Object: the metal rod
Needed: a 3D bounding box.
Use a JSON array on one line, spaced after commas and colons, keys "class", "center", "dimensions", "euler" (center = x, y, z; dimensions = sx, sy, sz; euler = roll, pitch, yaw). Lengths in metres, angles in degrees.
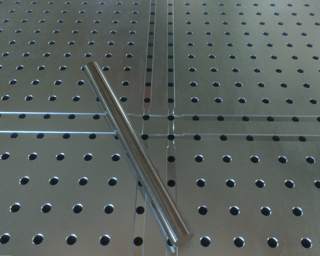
[{"class": "metal rod", "center": [-0.041, 0.010, 0.399], "dimensions": [0.025, 0.025, 0.300], "euler": [-20, 53, -16]}]
